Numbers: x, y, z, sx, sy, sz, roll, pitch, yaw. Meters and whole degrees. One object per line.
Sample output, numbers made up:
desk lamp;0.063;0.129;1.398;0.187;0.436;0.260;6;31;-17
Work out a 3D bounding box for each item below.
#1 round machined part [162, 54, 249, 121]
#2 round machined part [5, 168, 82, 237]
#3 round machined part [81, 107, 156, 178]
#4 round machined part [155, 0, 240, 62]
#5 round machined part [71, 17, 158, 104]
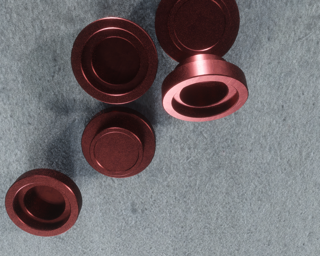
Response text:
round machined part;0.051;-0.049;0.366;0.099;0.042;0.098;-2;152;-1
round machined part;-0.158;0.099;0.435;0.099;0.042;0.097;0;110;-1
round machined part;-0.055;0.024;0.409;0.099;0.042;0.097;0;110;-1
round machined part;0.043;-0.120;0.357;0.099;0.042;0.097;0;110;-1
round machined part;-0.052;-0.081;0.370;0.099;0.042;0.097;0;110;-1
